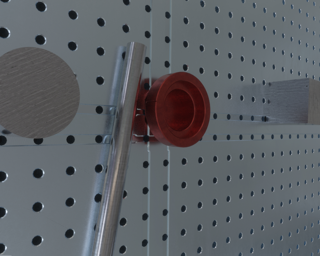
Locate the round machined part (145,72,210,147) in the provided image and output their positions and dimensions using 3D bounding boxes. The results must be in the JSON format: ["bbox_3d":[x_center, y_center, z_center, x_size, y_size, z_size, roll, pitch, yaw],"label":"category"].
[{"bbox_3d":[0.019,-0.024,0.414,0.099,0.042,0.097,0,90,-40],"label":"round machined part"}]

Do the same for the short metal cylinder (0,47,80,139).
[{"bbox_3d":[-0.124,-0.031,0.289,0.081,0.050,0.079,0,90,-40],"label":"short metal cylinder"}]

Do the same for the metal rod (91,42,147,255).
[{"bbox_3d":[-0.051,0.045,0.367,0.025,0.025,0.298,14,81,-39],"label":"metal rod"}]

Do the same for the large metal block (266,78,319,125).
[{"bbox_3d":[0.252,-0.047,0.585,0.050,0.080,0.080,5,87,-40],"label":"large metal block"}]
